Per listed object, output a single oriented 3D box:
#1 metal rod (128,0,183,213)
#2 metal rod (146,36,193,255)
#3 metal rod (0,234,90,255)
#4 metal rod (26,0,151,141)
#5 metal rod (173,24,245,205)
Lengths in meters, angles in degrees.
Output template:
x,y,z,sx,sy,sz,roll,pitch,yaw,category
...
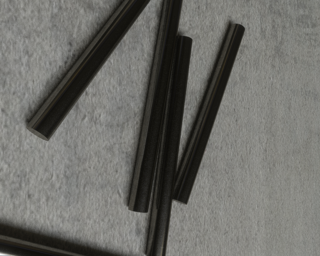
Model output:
x,y,z,sx,sy,sz,roll,pitch,yaw,category
-0.003,-0.044,0.403,0.025,0.025,0.299,16,80,-39,metal rod
0.014,0.023,0.418,0.025,0.025,0.298,13,82,-40,metal rod
-0.100,0.141,0.322,0.301,0.025,0.025,33,70,-35,metal rod
-0.052,-0.115,0.362,0.025,0.025,0.300,44,63,-31,metal rod
0.077,-0.032,0.471,0.025,0.025,0.299,34,69,-35,metal rod
